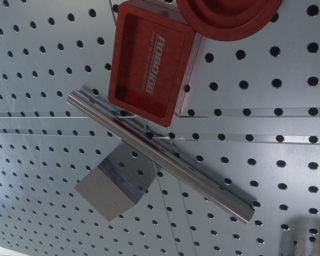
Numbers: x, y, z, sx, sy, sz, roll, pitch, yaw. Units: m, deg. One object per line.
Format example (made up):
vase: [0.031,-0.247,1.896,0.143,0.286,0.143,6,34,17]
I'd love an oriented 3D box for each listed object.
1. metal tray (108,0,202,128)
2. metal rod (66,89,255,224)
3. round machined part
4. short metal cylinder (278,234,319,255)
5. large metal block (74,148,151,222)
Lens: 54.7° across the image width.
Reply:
metal tray: [-0.010,-0.074,0.367,0.090,0.030,0.129,24,127,13]
metal rod: [-0.003,0.037,0.435,0.301,0.025,0.025,34,129,5]
round machined part: [0.066,-0.133,0.283,0.098,0.042,0.097,13,124,21]
short metal cylinder: [0.196,0.189,0.409,0.080,0.050,0.079,13,124,21]
large metal block: [-0.076,0.092,0.492,0.080,0.050,0.080,46,129,-4]
